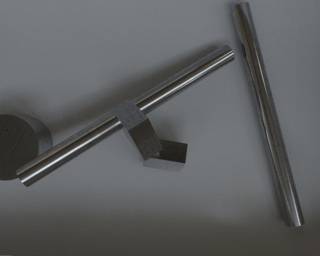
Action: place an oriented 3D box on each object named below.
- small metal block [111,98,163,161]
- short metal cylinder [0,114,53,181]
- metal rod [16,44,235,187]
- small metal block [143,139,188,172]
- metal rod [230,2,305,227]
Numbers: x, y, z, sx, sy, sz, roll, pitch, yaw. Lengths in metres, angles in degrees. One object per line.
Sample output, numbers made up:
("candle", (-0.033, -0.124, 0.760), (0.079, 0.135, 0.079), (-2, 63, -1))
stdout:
("small metal block", (-0.026, 0.002, 0.354), (0.025, 0.050, 0.050), (-33, 131, -10))
("short metal cylinder", (-0.186, 0.023, 0.397), (0.081, 0.050, 0.079), (0, 90, -1))
("metal rod", (-0.034, -0.021, 0.386), (0.301, 0.025, 0.025), (-32, 90, -10))
("small metal block", (0.006, 0.035, 0.396), (0.050, 0.050, 0.025), (9, 69, -1))
("metal rod", (0.143, -0.017, 0.413), (0.025, 0.025, 0.298), (-14, 90, 0))
